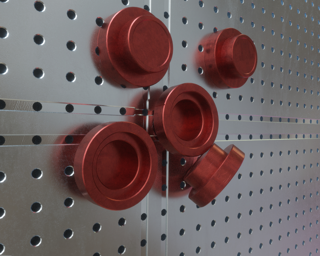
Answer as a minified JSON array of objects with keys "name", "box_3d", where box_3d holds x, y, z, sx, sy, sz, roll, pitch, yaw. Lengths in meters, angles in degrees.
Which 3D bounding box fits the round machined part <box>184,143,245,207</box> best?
[{"name":"round machined part","box_3d":[0.070,0.059,0.435,0.042,0.098,0.098,40,61,4]}]

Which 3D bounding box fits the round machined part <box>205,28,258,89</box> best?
[{"name":"round machined part","box_3d":[0.121,-0.113,0.502,0.099,0.042,0.097,0,90,-40]}]

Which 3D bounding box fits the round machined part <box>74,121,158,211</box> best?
[{"name":"round machined part","box_3d":[-0.053,0.041,0.355,0.099,0.042,0.097,0,90,-40]}]

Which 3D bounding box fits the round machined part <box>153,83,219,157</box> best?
[{"name":"round machined part","box_3d":[0.031,-0.010,0.422,0.099,0.042,0.097,3,84,-36]}]

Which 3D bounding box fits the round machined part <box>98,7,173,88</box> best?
[{"name":"round machined part","box_3d":[-0.022,-0.099,0.381,0.099,0.042,0.097,0,90,-40]}]
